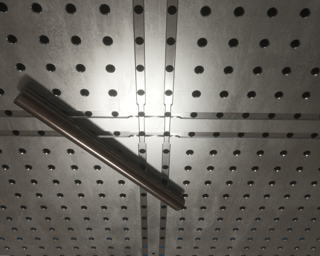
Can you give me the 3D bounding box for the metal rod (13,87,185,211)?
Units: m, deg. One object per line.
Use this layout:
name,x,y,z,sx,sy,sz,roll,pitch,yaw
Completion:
metal rod,-0.068,0.044,0.447,0.025,0.025,0.301,-35,123,25
